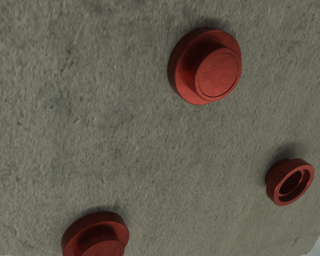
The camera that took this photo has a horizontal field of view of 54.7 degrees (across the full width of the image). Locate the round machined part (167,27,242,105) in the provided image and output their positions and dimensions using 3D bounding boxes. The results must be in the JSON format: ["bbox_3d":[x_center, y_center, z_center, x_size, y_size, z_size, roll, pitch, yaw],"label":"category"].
[{"bbox_3d":[0.062,-0.072,0.387,0.099,0.042,0.097,-14,125,-21],"label":"round machined part"}]

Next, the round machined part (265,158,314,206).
[{"bbox_3d":[0.241,0.098,0.592,0.099,0.042,0.097,-14,125,-21],"label":"round machined part"}]

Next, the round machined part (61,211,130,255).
[{"bbox_3d":[-0.091,0.174,0.455,0.099,0.042,0.097,-14,125,-21],"label":"round machined part"}]
